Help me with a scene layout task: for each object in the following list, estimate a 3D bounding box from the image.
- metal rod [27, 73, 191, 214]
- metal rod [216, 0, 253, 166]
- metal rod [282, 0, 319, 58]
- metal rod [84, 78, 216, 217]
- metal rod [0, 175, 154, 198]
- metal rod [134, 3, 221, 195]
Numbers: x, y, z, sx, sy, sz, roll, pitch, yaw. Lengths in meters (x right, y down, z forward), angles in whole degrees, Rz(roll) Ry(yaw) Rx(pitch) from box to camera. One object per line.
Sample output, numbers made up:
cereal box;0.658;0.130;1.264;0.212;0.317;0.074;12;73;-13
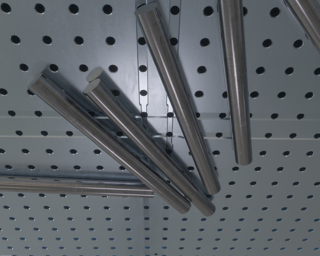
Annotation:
metal rod;-0.053;0.037;0.435;0.025;0.025;0.300;-31;122;24
metal rod;0.087;-0.065;0.356;0.025;0.025;0.299;-10;130;9
metal rod;0.189;-0.084;0.341;0.025;0.025;0.301;-35;122;26
metal rod;0.002;0.045;0.449;0.025;0.025;0.300;-27;126;21
metal rod;-0.160;0.091;0.487;0.302;0.025;0.025;3;130;-3
metal rod;0.035;-0.012;0.401;0.025;0.025;0.299;-15;129;12
